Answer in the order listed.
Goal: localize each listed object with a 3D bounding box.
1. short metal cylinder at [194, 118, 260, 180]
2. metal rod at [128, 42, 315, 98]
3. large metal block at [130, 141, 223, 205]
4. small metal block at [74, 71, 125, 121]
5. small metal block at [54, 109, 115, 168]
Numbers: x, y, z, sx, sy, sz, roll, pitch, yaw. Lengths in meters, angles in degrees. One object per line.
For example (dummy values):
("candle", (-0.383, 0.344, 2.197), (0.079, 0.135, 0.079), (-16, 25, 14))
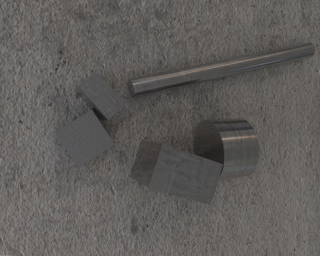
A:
("short metal cylinder", (0.086, 0.028, 0.412), (0.050, 0.080, 0.079), (-4, 92, -20))
("metal rod", (0.101, -0.087, 0.446), (0.302, 0.025, 0.025), (-15, 95, -20))
("large metal block", (0.017, 0.053, 0.387), (0.080, 0.080, 0.050), (20, 84, -19))
("small metal block", (-0.073, -0.036, 0.369), (0.025, 0.050, 0.050), (-43, 104, -15))
("small metal block", (-0.092, 0.012, 0.375), (0.050, 0.025, 0.050), (-35, 102, -17))
